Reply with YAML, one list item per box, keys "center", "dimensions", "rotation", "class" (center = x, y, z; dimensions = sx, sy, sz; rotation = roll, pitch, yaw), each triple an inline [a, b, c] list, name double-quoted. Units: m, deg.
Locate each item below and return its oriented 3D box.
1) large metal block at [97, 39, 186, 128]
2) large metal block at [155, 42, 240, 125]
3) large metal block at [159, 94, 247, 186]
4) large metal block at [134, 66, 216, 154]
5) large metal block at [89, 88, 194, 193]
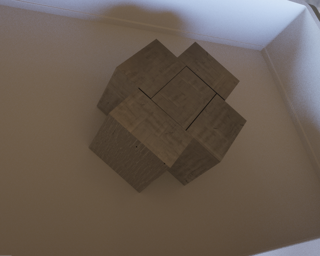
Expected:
- center: [-0.024, -0.053, 0.389]
  dimensions: [0.050, 0.080, 0.080]
  rotation: [43, 51, 0]
  class: "large metal block"
- center: [0.048, -0.057, 0.432]
  dimensions: [0.080, 0.080, 0.050]
  rotation: [42, 51, 0]
  class: "large metal block"
- center: [0.051, 0.016, 0.389]
  dimensions: [0.050, 0.080, 0.080]
  rotation: [43, 51, 0]
  class: "large metal block"
- center: [0.013, -0.019, 0.389]
  dimensions: [0.050, 0.080, 0.080]
  rotation: [43, 51, 0]
  class: "large metal block"
- center: [-0.024, 0.017, 0.348]
  dimensions: [0.080, 0.080, 0.050]
  rotation: [42, 51, 0]
  class: "large metal block"
